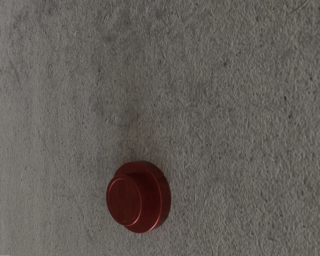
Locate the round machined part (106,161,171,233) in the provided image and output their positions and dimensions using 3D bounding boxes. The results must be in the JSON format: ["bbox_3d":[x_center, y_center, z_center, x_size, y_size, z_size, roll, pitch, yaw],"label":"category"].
[{"bbox_3d":[-0.036,0.095,0.425,0.098,0.042,0.097,0,90,40],"label":"round machined part"}]
